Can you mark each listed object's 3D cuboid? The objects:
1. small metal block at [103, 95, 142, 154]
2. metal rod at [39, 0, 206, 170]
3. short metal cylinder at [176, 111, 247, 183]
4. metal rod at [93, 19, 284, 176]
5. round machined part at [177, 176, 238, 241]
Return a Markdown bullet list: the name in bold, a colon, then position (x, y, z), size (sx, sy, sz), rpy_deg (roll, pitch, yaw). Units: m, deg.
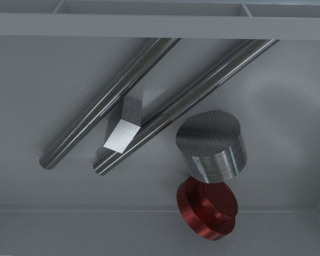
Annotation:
- **small metal block**: position (-0.046, -0.005, 0.388), size (0.025, 0.050, 0.050), rpy_deg (24, 126, -19)
- **metal rod**: position (-0.063, -0.036, 0.377), size (0.025, 0.025, 0.299), rpy_deg (34, 122, -26)
- **short metal cylinder**: position (0.066, 0.023, 0.394), size (0.080, 0.080, 0.050), rpy_deg (-15, 129, 12)
- **metal rod**: position (0.016, -0.022, 0.390), size (0.025, 0.025, 0.299), rpy_deg (37, 121, -27)
- **round machined part**: position (0.076, 0.110, 0.456), size (0.098, 0.098, 0.042), rpy_deg (29, 124, -23)
